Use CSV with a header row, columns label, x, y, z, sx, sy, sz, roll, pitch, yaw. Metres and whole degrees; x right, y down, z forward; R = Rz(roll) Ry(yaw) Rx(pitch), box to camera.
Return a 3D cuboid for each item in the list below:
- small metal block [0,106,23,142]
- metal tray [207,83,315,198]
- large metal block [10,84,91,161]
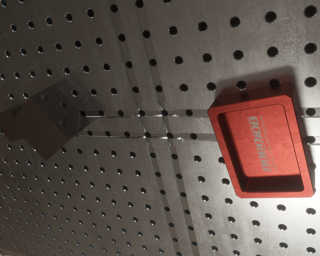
label,x,y,z,sx,sy,sz,roll,pitch,yaw
small metal block,-0.250,-0.007,0.536,0.050,0.025,0.050,-10,114,32
metal tray,0.118,0.021,0.357,0.090,0.030,0.129,-9,114,31
large metal block,-0.169,-0.007,0.478,0.080,0.050,0.080,49,128,-7
